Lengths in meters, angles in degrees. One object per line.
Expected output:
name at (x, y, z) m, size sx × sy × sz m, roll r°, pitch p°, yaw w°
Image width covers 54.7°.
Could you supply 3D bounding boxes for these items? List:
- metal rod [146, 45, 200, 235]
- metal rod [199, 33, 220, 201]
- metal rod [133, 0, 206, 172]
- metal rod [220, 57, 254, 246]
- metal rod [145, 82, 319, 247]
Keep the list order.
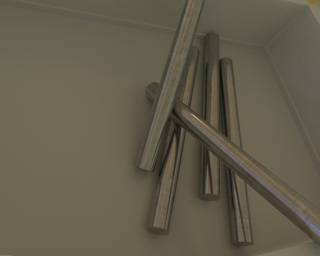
metal rod at (0.025, -0.007, 0.423) m, size 0.025 × 0.025 × 0.300 m, roll 24°, pitch 53°, yaw -14°
metal rod at (0.078, -0.037, 0.469) m, size 0.025 × 0.025 × 0.300 m, roll 19°, pitch 54°, yaw -17°
metal rod at (0.023, -0.091, 0.396) m, size 0.025 × 0.025 × 0.299 m, roll 20°, pitch 79°, yaw -17°
metal rod at (0.106, 0.013, 0.454) m, size 0.025 × 0.025 × 0.300 m, roll 16°, pitch 55°, yaw -19°
metal rod at (0.078, 0.029, 0.346) m, size 0.025 × 0.025 × 0.300 m, roll -17°, pitch 44°, yaw -35°
